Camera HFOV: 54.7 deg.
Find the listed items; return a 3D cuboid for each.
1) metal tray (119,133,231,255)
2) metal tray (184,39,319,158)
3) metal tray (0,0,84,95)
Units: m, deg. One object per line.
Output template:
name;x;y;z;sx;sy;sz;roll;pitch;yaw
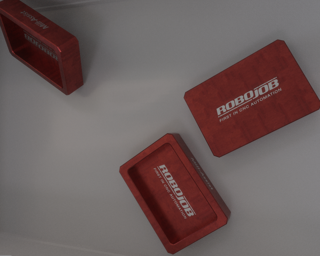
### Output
metal tray;0.018;0.082;0.401;0.090;0.030;0.130;-36;79;16
metal tray;0.106;-0.032;0.370;0.130;0.030;0.090;-29;81;17
metal tray;-0.169;-0.114;0.438;0.130;0.089;0.030;35;57;16
